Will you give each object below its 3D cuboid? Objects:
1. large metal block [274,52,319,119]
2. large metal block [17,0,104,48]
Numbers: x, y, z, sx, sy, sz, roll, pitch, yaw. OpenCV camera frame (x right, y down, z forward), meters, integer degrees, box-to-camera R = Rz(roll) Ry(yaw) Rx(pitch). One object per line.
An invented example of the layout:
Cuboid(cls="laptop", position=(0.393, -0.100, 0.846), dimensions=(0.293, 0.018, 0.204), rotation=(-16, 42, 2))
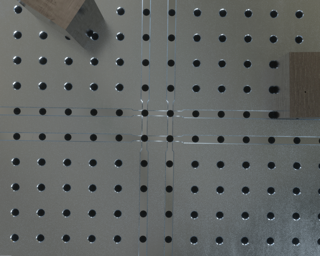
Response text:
Cuboid(cls="large metal block", position=(0.198, -0.053, 0.402), dimensions=(0.080, 0.050, 0.080), rotation=(0, 90, 0))
Cuboid(cls="large metal block", position=(-0.125, -0.152, 0.385), dimensions=(0.080, 0.080, 0.050), rotation=(33, 90, 0))
